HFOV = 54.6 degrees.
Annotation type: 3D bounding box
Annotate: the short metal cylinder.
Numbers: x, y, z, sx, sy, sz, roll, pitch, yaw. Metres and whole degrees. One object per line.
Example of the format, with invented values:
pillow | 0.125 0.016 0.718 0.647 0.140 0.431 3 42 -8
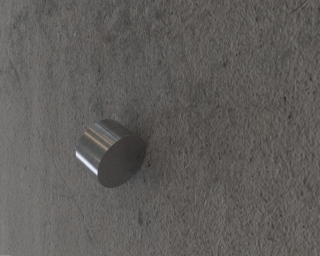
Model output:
short metal cylinder | -0.066 0.035 0.425 0.050 0.081 0.080 33 110 35
